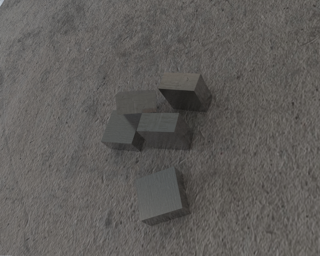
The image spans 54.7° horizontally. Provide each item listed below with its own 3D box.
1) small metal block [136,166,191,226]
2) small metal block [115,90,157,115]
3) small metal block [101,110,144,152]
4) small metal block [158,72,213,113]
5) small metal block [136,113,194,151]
[{"bbox_3d":[0.003,0.078,0.355,0.050,0.025,0.050,-21,54,15],"label":"small metal block"},{"bbox_3d":[-0.031,-0.035,0.414,0.050,0.050,0.025,-4,101,-2],"label":"small metal block"},{"bbox_3d":[-0.046,0.003,0.426,0.050,0.025,0.050,3,63,29],"label":"small metal block"},{"bbox_3d":[0.034,-0.046,0.398,0.050,0.050,0.025,8,66,32],"label":"small metal block"},{"bbox_3d":[0.007,0.005,0.381,0.050,0.050,0.025,1,63,29],"label":"small metal block"}]
